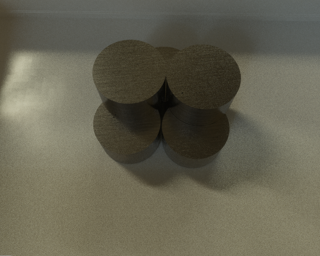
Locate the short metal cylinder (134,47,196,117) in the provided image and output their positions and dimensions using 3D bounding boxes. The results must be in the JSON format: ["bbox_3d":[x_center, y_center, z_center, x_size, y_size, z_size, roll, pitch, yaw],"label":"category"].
[{"bbox_3d":[0.006,-0.061,0.417,0.081,0.050,0.080,0,70,0],"label":"short metal cylinder"}]

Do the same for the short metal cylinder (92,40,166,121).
[{"bbox_3d":[-0.033,-0.055,0.361,0.081,0.050,0.080,0,70,0],"label":"short metal cylinder"}]

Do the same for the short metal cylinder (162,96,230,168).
[{"bbox_3d":[0.043,0.006,0.392,0.081,0.050,0.080,0,70,0],"label":"short metal cylinder"}]

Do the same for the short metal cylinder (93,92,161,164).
[{"bbox_3d":[-0.039,0.001,0.394,0.081,0.050,0.080,0,70,0],"label":"short metal cylinder"}]

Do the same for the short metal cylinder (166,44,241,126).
[{"bbox_3d":[0.047,-0.049,0.359,0.081,0.050,0.080,0,70,0],"label":"short metal cylinder"}]
